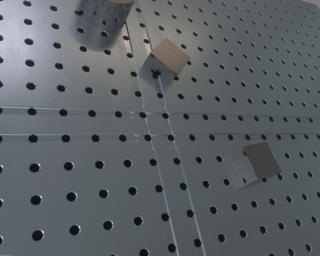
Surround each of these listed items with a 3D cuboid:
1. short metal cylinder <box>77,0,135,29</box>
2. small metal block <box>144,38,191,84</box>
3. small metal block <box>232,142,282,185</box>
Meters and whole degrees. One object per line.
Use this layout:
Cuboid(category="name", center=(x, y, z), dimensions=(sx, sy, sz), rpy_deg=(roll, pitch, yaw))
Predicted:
Cuboid(category="short metal cylinder", center=(-0.080, -0.199, 0.470), dimensions=(0.081, 0.050, 0.080), rpy_deg=(14, 56, -21))
Cuboid(category="small metal block", center=(0.012, -0.104, 0.478), dimensions=(0.050, 0.025, 0.050), rpy_deg=(39, 51, -2))
Cuboid(category="small metal block", center=(0.142, 0.051, 0.453), dimensions=(0.050, 0.025, 0.050), rpy_deg=(-7, 65, -31))
